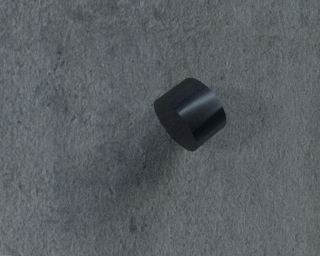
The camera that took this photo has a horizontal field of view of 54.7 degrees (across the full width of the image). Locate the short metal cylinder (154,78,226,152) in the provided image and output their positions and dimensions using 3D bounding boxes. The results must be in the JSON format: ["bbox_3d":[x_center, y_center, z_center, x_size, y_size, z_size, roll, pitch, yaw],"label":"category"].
[{"bbox_3d":[0.037,-0.017,0.395,0.050,0.080,0.080,-38,103,-16],"label":"short metal cylinder"}]
